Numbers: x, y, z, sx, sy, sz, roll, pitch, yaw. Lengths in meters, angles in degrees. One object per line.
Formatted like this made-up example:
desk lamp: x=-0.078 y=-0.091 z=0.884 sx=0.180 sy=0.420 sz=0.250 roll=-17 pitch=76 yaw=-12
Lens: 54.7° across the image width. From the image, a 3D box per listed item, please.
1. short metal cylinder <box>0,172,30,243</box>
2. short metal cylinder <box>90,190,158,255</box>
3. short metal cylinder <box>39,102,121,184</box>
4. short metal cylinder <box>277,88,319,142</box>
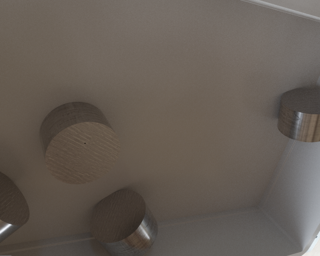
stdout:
short metal cylinder: x=-0.186 y=0.085 z=0.324 sx=0.050 sy=0.080 sz=0.080 roll=-39 pitch=129 yaw=-2
short metal cylinder: x=-0.049 y=0.134 z=0.429 sx=0.080 sy=0.080 sz=0.050 roll=-30 pitch=129 yaw=-9
short metal cylinder: x=-0.091 y=0.017 z=0.353 sx=0.081 sy=0.050 sz=0.079 roll=-14 pitch=124 yaw=-21
short metal cylinder: x=0.229 y=-0.021 z=0.485 sx=0.081 sy=0.080 sz=0.050 roll=-18 pitch=126 yaw=-18
